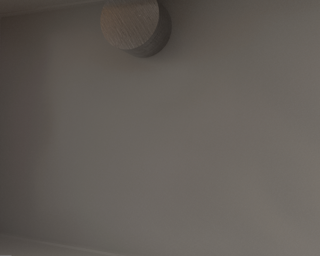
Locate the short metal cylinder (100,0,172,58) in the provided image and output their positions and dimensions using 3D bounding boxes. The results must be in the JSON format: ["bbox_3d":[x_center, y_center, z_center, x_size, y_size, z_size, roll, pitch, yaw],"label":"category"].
[{"bbox_3d":[-0.030,-0.138,0.408,0.080,0.050,0.080,0,90,20],"label":"short metal cylinder"}]
